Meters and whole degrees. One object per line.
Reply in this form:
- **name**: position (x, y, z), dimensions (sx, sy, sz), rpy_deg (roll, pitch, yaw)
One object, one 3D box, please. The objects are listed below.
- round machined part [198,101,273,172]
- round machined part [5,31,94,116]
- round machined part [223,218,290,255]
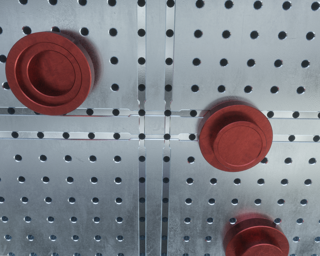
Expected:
- **round machined part**: position (0.102, 0.016, 0.412), dimensions (0.099, 0.042, 0.097), rpy_deg (0, 110, -1)
- **round machined part**: position (-0.129, -0.068, 0.378), dimensions (0.099, 0.042, 0.097), rpy_deg (0, 110, -1)
- **round machined part**: position (0.151, 0.192, 0.477), dimensions (0.099, 0.042, 0.097), rpy_deg (0, 110, -1)
